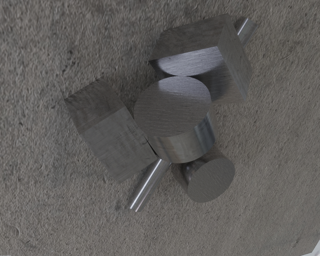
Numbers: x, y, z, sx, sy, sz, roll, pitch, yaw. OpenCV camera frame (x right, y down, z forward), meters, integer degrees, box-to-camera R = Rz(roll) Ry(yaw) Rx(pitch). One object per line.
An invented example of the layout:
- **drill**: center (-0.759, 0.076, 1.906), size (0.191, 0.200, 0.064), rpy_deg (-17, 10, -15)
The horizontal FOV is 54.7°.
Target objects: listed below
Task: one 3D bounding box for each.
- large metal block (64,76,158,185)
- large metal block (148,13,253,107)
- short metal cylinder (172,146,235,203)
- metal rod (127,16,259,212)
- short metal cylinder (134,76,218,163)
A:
- **large metal block**: center (-0.055, 0.001, 0.342), size (0.050, 0.080, 0.080), rpy_deg (-34, 129, -6)
- **large metal block**: center (0.048, -0.070, 0.345), size (0.080, 0.080, 0.050), rpy_deg (50, 49, -40)
- **short metal cylinder**: center (0.065, 0.065, 0.467), size (0.081, 0.050, 0.079), rpy_deg (-14, 124, -21)
- **metal rod**: center (0.037, -0.008, 0.422), size (0.025, 0.025, 0.298), rpy_deg (21, 107, -36)
- **short metal cylinder**: center (0.018, -0.009, 0.332), size (0.080, 0.080, 0.050), rpy_deg (-33, 140, -7)
